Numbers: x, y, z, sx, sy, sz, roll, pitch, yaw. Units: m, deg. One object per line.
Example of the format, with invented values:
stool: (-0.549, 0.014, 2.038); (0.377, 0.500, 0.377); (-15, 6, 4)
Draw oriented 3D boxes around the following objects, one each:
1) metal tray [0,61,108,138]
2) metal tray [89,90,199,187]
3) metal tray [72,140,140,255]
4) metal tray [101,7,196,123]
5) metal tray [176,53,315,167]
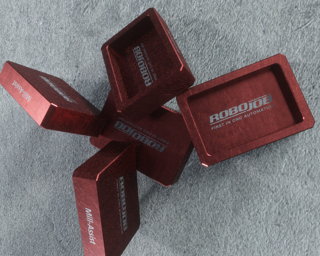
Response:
metal tray: (-0.141, -0.038, 0.407); (0.130, 0.090, 0.030); (37, 102, 33)
metal tray: (-0.020, 0.008, 0.413); (0.130, 0.030, 0.090); (27, 99, 17)
metal tray: (-0.059, 0.091, 0.375); (0.030, 0.090, 0.129); (6, 113, 20)
metal tray: (-0.021, -0.081, 0.383); (0.090, 0.030, 0.130); (-33, 51, 16)
metal tray: (0.094, -0.019, 0.357); (0.131, 0.030, 0.090); (-21, 83, 3)
